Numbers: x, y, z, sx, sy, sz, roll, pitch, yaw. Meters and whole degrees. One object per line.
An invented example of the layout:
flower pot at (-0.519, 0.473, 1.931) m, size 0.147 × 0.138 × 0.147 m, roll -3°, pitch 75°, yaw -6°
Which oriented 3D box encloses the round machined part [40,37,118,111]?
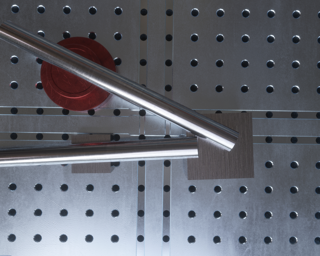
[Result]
round machined part at (-0.107, -0.071, 0.403) m, size 0.099 × 0.042 × 0.097 m, roll 0°, pitch 90°, yaw -1°

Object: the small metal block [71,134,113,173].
small metal block at (-0.089, 0.034, 0.413) m, size 0.050 × 0.025 × 0.050 m, roll 0°, pitch 90°, yaw -1°

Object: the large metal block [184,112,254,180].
large metal block at (0.072, 0.022, 0.399) m, size 0.081 × 0.050 × 0.079 m, roll -2°, pitch 90°, yaw -1°

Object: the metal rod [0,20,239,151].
metal rod at (-0.049, -0.050, 0.364) m, size 0.301 × 0.025 × 0.025 m, roll 26°, pitch 90°, yaw 2°

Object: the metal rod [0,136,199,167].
metal rod at (-0.104, 0.032, 0.385) m, size 0.301 × 0.025 × 0.025 m, roll -4°, pitch 90°, yaw 10°
